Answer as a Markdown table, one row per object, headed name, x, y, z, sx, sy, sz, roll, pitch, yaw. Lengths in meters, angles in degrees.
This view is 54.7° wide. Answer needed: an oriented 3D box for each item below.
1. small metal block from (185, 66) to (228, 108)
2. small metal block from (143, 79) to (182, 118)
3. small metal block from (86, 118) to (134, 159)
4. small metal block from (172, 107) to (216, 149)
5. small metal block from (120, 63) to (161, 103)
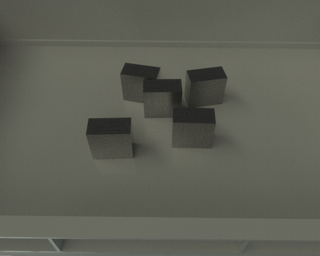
| name | x | y | z | sx | sy | sz | roll | pitch | yaw |
| --- | --- | --- | --- | --- | --- | --- | --- | --- | --- |
| small metal block | 0.063 | -0.057 | 0.437 | 0.050 | 0.050 | 0.025 | -8 | 51 | -7 |
| small metal block | 0.003 | -0.039 | 0.422 | 0.050 | 0.050 | 0.025 | -1 | 50 | -1 |
| small metal block | -0.059 | 0.013 | 0.377 | 0.050 | 0.050 | 0.025 | -1 | 50 | -1 |
| small metal block | 0.041 | 0.001 | 0.388 | 0.050 | 0.050 | 0.025 | 2 | 50 | 1 |
| small metal block | -0.026 | -0.062 | 0.441 | 0.050 | 0.050 | 0.025 | 9 | 51 | 7 |
